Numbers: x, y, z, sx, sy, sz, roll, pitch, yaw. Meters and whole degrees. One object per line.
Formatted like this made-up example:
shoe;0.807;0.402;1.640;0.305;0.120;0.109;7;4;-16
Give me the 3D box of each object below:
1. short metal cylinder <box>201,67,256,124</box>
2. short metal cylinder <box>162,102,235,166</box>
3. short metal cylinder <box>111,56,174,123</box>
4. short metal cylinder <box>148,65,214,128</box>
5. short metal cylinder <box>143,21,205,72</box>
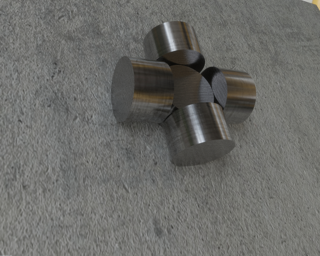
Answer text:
short metal cylinder;0.092;-0.046;0.450;0.050;0.080;0.080;2;61;-28
short metal cylinder;0.048;0.010;0.391;0.081;0.080;0.050;0;61;-29
short metal cylinder;-0.024;-0.046;0.387;0.050;0.080;0.080;2;61;-28
short metal cylinder;0.027;-0.040;0.430;0.081;0.050;0.080;14;56;-21
short metal cylinder;0.019;-0.106;0.445;0.081;0.080;0.050;2;62;-28
